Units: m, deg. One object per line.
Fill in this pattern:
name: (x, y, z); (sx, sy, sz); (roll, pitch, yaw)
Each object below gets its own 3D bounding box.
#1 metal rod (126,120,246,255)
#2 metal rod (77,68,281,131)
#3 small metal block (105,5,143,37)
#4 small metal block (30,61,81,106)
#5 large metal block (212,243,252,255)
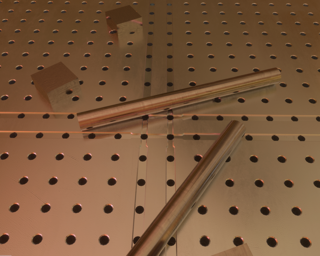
metal rod: (0.013, 0.093, 0.329); (0.025, 0.025, 0.301); (29, 56, 22)
metal rod: (0.035, -0.044, 0.444); (0.302, 0.025, 0.025); (-14, 52, -12)
small metal block: (-0.067, -0.199, 0.575); (0.050, 0.025, 0.050); (-24, 54, -19)
small metal block: (-0.155, -0.068, 0.463); (0.050, 0.025, 0.050); (-33, 58, -25)
large metal block: (0.038, 0.144, 0.251); (0.081, 0.080, 0.050); (-14, 52, -12)
